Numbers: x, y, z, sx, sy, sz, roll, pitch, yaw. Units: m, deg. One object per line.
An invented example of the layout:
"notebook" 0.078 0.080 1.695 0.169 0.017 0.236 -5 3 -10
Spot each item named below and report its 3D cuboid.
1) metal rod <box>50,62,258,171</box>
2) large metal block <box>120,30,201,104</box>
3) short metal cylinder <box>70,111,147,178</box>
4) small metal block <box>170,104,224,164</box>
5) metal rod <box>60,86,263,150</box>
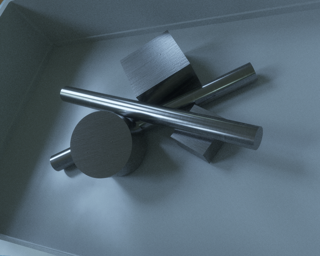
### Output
"metal rod" -0.017 -0.010 0.417 0.301 0.025 0.025 -24 53 12
"large metal block" 0.000 -0.076 0.432 0.080 0.050 0.080 -31 52 8
"short metal cylinder" -0.063 0.022 0.388 0.080 0.050 0.080 -2 83 16
"small metal block" 0.050 0.006 0.370 0.050 0.025 0.050 30 78 37
"metal rod" -0.022 -0.021 0.395 0.300 0.025 0.025 15 69 33
